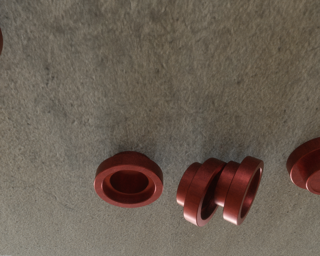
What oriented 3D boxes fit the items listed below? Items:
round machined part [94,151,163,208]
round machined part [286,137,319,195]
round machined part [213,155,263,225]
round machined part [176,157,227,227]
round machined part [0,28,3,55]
[{"bbox_3d":[-0.044,0.072,0.457,0.099,0.042,0.097,-1,130,0],"label":"round machined part"},{"bbox_3d":[0.241,0.061,0.452,0.099,0.042,0.097,-1,130,0],"label":"round machined part"},{"bbox_3d":[0.111,0.085,0.445,0.042,0.098,0.097,20,137,28],"label":"round machined part"},{"bbox_3d":[0.059,0.088,0.448,0.042,0.098,0.097,21,138,30],"label":"round machined part"},{"bbox_3d":[-0.208,-0.100,0.308,0.099,0.042,0.097,-1,130,0],"label":"round machined part"}]
